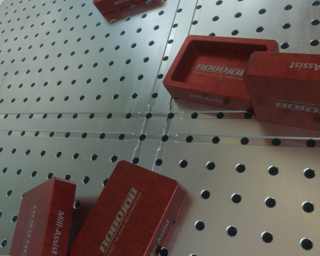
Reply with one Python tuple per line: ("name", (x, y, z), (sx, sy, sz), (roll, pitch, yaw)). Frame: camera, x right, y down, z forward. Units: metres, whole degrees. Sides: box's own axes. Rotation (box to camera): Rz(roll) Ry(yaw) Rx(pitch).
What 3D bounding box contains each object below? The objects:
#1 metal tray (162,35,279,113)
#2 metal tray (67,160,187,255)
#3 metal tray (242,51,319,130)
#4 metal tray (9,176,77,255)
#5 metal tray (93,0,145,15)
("metal tray", (0.079, -0.076, 0.409), (0.130, 0.030, 0.090), (15, 69, 33))
("metal tray", (-0.037, 0.110, 0.356), (0.090, 0.030, 0.130), (16, 70, 34))
("metal tray", (0.156, -0.032, 0.303), (0.130, 0.090, 0.030), (12, 68, 33))
("metal tray", (-0.147, 0.134, 0.378), (0.090, 0.030, 0.130), (-28, 49, 37))
("metal tray", (-0.063, -0.281, 0.608), (0.130, 0.030, 0.090), (-10, 57, 22))
